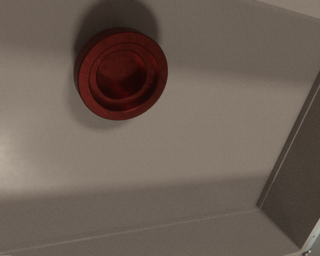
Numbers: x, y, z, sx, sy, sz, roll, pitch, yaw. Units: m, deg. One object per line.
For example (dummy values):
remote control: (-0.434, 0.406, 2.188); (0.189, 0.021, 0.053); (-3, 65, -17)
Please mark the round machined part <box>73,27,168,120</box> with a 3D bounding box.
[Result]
round machined part: (-0.044, -0.061, 0.337); (0.099, 0.042, 0.097); (-14, 125, -21)
